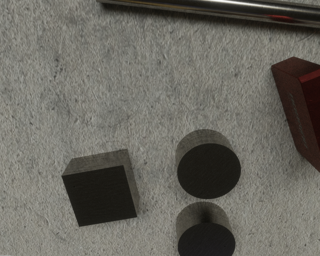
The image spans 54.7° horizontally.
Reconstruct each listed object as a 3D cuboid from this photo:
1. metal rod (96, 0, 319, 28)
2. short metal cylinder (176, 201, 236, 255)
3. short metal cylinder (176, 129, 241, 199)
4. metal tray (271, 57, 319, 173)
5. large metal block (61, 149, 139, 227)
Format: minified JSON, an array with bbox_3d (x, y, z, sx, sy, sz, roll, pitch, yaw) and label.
[{"bbox_3d":[0.079,-0.141,0.358,0.302,0.025,0.025,6,110,-3],"label":"metal rod"},{"bbox_3d":[0.065,0.156,0.455,0.081,0.050,0.079,0,110,0],"label":"short metal cylinder"},{"bbox_3d":[0.062,0.047,0.415,0.081,0.050,0.079,0,110,0],"label":"short metal cylinder"},{"bbox_3d":[0.180,-0.015,0.371,0.030,0.090,0.129,-22,109,8],"label":"metal tray"},{"bbox_3d":[-0.077,0.081,0.426,0.080,0.050,0.079,-10,110,3],"label":"large metal block"}]
